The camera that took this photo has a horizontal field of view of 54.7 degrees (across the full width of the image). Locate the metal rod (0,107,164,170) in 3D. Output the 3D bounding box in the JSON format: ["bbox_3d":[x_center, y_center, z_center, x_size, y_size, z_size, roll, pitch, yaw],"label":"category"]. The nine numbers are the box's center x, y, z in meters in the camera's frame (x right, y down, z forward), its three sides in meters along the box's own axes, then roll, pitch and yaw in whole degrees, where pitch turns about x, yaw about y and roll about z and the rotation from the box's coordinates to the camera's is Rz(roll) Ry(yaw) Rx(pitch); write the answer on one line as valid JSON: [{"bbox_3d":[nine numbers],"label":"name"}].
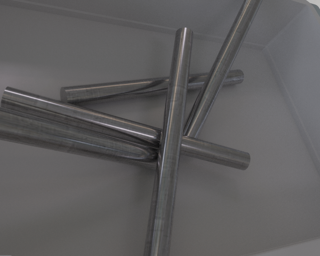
[{"bbox_3d":[-0.087,0.009,0.280,0.302,0.025,0.025,19,51,-46],"label":"metal rod"}]

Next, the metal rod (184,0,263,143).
[{"bbox_3d":[0.100,-0.112,0.445,0.025,0.025,0.299,29,78,-10],"label":"metal rod"}]

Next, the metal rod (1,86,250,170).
[{"bbox_3d":[-0.027,0.006,0.374,0.302,0.025,0.025,15,56,-15],"label":"metal rod"}]

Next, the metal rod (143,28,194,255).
[{"bbox_3d":[0.015,0.002,0.362,0.025,0.025,0.299,18,62,-18],"label":"metal rod"}]

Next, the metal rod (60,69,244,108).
[{"bbox_3d":[0.010,-0.062,0.448,0.303,0.025,0.025,-12,68,-33],"label":"metal rod"}]
